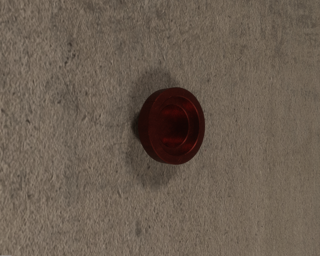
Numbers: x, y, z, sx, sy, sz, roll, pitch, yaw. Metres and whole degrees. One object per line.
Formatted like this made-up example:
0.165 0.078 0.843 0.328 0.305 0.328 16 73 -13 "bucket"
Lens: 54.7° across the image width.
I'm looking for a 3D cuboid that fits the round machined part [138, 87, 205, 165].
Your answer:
0.010 -0.003 0.404 0.099 0.042 0.097 0 90 -40 "round machined part"
